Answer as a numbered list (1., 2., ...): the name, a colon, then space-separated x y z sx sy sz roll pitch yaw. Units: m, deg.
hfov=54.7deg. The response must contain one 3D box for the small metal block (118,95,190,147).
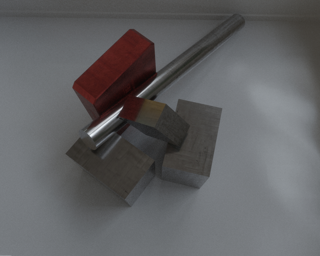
1. small metal block: -0.005 -0.007 0.319 0.050 0.050 0.025 17 77 39

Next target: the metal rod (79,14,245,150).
1. metal rod: 0.022 -0.074 0.388 0.025 0.025 0.302 40 57 13

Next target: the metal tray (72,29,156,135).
1. metal tray: -0.045 -0.044 0.367 0.030 0.130 0.090 38 75 13

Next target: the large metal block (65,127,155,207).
1. large metal block: -0.053 0.044 0.364 0.080 0.080 0.050 35 74 11

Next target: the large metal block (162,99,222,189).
1. large metal block: 0.036 0.022 0.372 0.050 0.080 0.080 13 71 4
